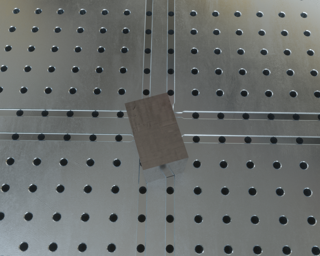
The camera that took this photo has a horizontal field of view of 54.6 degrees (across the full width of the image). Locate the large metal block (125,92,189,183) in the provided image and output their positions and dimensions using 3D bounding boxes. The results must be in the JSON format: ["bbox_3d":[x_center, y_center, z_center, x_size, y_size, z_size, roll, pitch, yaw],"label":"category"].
[{"bbox_3d":[-0.005,0.015,0.377,0.050,0.080,0.080,-15,71,-5],"label":"large metal block"}]
